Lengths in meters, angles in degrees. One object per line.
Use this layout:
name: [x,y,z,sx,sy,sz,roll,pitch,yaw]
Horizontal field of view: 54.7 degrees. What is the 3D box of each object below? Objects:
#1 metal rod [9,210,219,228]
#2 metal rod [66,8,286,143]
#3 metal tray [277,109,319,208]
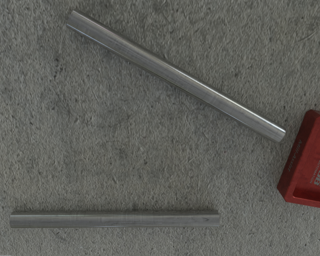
metal rod: [-0.065,0.135,0.458,0.302,0.025,0.025,0,110,0]
metal rod: [0.028,-0.060,0.388,0.301,0.025,0.025,28,108,-10]
metal tray: [0.228,0.047,0.426,0.091,0.030,0.129,11,110,-5]
